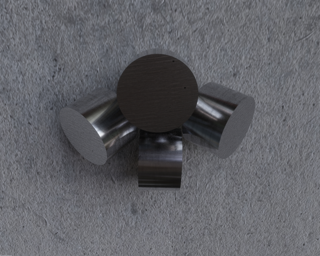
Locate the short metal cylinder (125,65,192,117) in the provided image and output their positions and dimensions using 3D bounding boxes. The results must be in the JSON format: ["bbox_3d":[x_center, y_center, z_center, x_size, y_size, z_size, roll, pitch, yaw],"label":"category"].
[{"bbox_3d":[0.000,-0.042,0.382,0.081,0.050,0.079,0,110,-1],"label":"short metal cylinder"}]

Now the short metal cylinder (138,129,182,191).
[{"bbox_3d":[0.000,0.039,0.395,0.050,0.080,0.079,2,110,-1],"label":"short metal cylinder"}]

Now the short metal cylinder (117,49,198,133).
[{"bbox_3d":[-0.002,-0.041,0.328,0.081,0.050,0.079,0,110,-1],"label":"short metal cylinder"}]

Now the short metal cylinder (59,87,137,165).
[{"bbox_3d":[-0.074,-0.002,0.374,0.080,0.050,0.079,28,139,28],"label":"short metal cylinder"}]

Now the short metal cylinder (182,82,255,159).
[{"bbox_3d":[0.071,-0.009,0.373,0.050,0.081,0.079,28,113,31],"label":"short metal cylinder"}]
